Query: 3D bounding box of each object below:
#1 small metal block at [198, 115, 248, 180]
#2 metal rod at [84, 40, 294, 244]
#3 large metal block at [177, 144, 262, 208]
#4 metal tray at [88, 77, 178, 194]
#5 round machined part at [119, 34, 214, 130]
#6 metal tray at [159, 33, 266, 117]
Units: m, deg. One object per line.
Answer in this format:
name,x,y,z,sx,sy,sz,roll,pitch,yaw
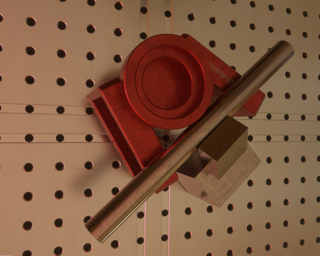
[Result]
small metal block,0.070,0.023,0.339,0.025,0.050,0.050,37,73,29
metal rod,0.044,0.003,0.334,0.301,0.025,0.025,-42,104,-15
large metal block,0.069,0.049,0.407,0.080,0.080,0.050,-43,104,-15
metal tray,-0.035,0.008,0.366,0.030,0.090,0.129,-31,101,-18
round machined part,0.005,-0.047,0.333,0.099,0.042,0.097,0,90,-21
metal tray,0.058,-0.061,0.400,0.130,0.090,0.030,33,80,-18
